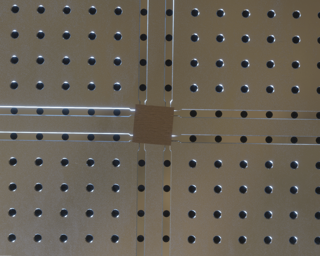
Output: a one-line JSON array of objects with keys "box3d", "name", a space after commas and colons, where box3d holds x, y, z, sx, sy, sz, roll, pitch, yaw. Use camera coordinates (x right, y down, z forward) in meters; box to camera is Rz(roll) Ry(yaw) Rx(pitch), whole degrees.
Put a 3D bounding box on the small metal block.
[{"box3d": [-0.009, -0.004, 0.413, 0.050, 0.025, 0.050, 5, 90, -1], "name": "small metal block"}]
